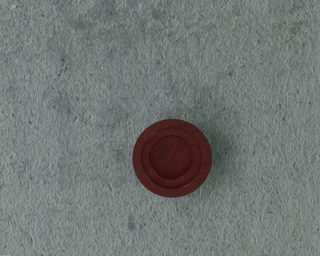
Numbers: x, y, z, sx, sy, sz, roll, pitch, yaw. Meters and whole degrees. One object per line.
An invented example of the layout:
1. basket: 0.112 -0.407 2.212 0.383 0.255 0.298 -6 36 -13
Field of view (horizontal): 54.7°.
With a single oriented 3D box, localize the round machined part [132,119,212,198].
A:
1. round machined part: 0.015 0.037 0.403 0.099 0.042 0.097 0 90 -1
